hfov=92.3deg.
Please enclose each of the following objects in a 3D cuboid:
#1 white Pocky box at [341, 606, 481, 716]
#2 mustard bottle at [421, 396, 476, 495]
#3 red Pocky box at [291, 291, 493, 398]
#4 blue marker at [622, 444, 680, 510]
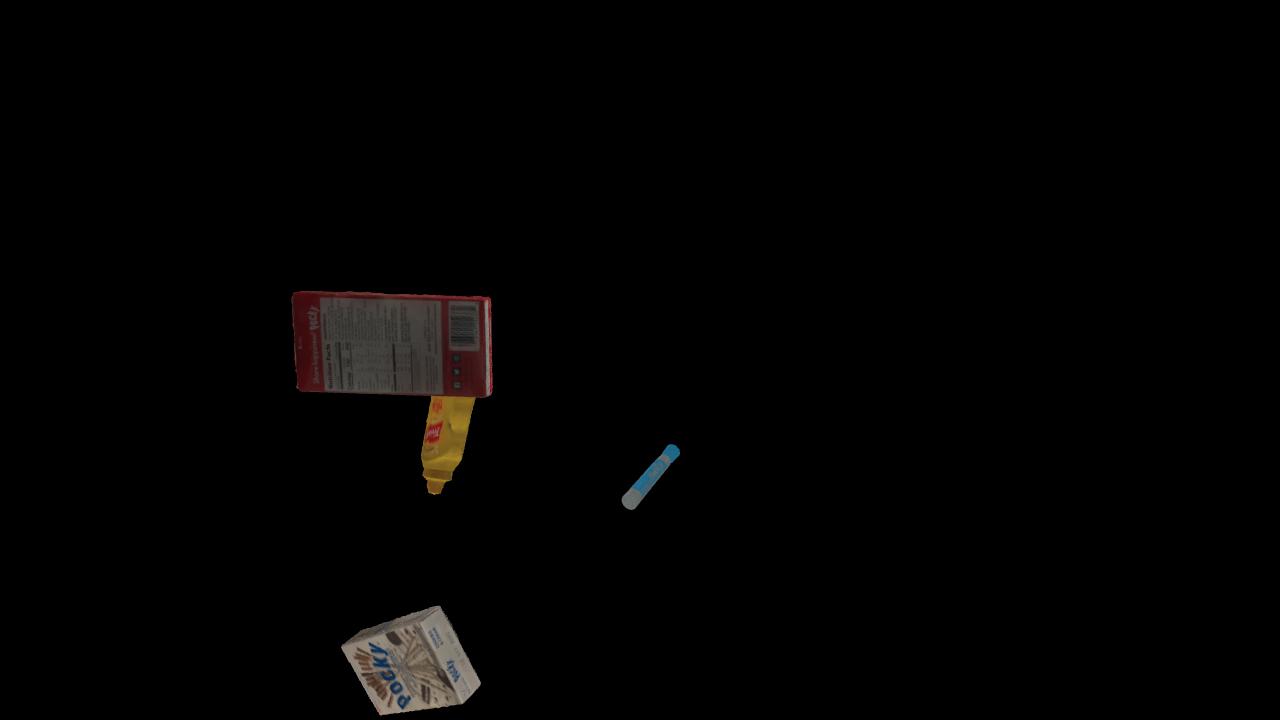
[{"bbox_3d":[-0.220,0.288,0.583,0.154,0.084,0.028,-29,0,34],"label":"white Pocky box"},{"bbox_3d":[-0.290,0.109,0.922,0.092,0.184,0.054,0,-13,40],"label":"mustard bottle"},{"bbox_3d":[-0.199,-0.013,0.500,0.155,0.083,0.028,2,11,1],"label":"red Pocky box"},{"bbox_3d":[0.016,0.133,0.717,0.020,0.020,0.121,0,22,30],"label":"blue marker"}]
